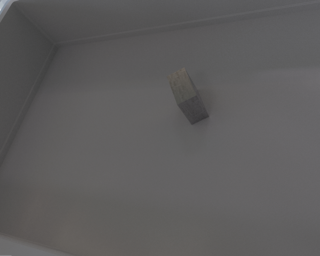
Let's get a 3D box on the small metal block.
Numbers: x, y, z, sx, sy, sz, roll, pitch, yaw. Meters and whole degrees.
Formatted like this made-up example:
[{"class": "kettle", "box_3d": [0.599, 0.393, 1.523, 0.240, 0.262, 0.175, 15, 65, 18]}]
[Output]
[{"class": "small metal block", "box_3d": [0.036, -0.040, 0.396, 0.025, 0.050, 0.050, -26, 53, 12]}]
